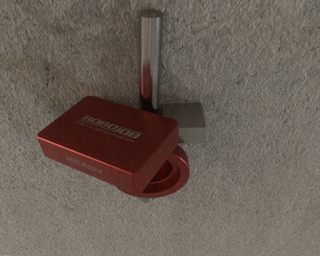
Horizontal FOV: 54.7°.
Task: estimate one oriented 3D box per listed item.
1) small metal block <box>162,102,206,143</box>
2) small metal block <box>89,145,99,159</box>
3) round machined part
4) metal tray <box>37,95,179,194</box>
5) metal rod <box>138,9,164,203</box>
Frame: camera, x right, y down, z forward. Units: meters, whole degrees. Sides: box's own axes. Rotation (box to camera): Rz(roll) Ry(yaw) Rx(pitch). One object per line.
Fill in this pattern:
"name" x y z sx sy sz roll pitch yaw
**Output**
"small metal block" 0.029 -0.007 0.387 0.050 0.050 0.025 -1 130 0
"small metal block" -0.073 0.016 0.405 0.050 0.050 0.025 -15 129 12
"round machined part" -0.013 0.046 0.400 0.099 0.042 0.097 -2 134 -2
"metal tray" -0.056 0.012 0.345 0.130 0.090 0.030 17 133 24
"metal rod" -0.015 -0.002 0.407 0.025 0.025 0.298 2 130 -2
